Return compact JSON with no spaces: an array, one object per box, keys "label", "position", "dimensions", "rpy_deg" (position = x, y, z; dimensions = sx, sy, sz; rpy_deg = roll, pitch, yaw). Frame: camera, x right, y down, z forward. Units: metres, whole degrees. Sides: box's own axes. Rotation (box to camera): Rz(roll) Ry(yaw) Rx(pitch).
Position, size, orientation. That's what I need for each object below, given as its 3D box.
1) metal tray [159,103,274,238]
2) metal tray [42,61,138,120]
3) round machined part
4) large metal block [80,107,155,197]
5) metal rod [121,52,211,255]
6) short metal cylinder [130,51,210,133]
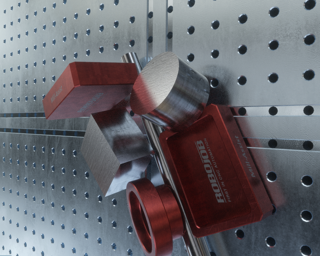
[{"label":"metal tray","position":[0.058,0.049,0.353],"dimensions":[0.090,0.030,0.130],"rpy_deg":[-31,71,35]},{"label":"metal tray","position":[-0.097,-0.048,0.423],"dimensions":[0.130,0.091,0.030],"rpy_deg":[-27,75,52]},{"label":"round machined part","position":[-0.005,0.107,0.379],"dimensions":[0.098,0.042,0.097],"rpy_deg":[166,90,-70]},{"label":"large metal block","position":[-0.060,0.031,0.414],"dimensions":[0.080,0.050,0.079],"rpy_deg":[55,140,25]},{"label":"metal rod","position":[0.005,0.035,0.400],"dimensions":[0.025,0.025,0.299],"rpy_deg":[-31,71,35]},{"label":"short metal cylinder","position":[0.010,-0.041,0.361],"dimensions":[0.080,0.050,0.080],"rpy_deg":[-31,45,36]}]
